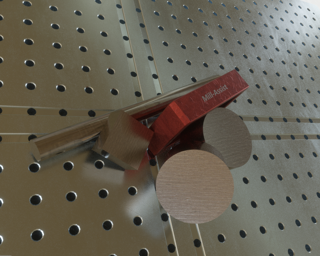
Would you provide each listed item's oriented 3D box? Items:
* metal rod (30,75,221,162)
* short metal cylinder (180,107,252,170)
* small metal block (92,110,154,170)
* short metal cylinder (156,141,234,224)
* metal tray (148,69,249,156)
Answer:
[{"bbox_3d":[-0.017,-0.025,0.409,0.302,0.025,0.025,-24,75,-36],"label":"metal rod"},{"bbox_3d":[0.074,0.019,0.409,0.081,0.050,0.080,13,64,-28],"label":"short metal cylinder"},{"bbox_3d":[-0.041,0.015,0.356,0.050,0.025,0.050,36,65,-29],"label":"small metal block"},{"bbox_3d":[0.038,0.058,0.345,0.080,0.080,0.050,40,9,-1],"label":"short metal cylinder"},{"bbox_3d":[0.046,-0.021,0.399,0.131,0.090,0.030,-30,79,-38],"label":"metal tray"}]
